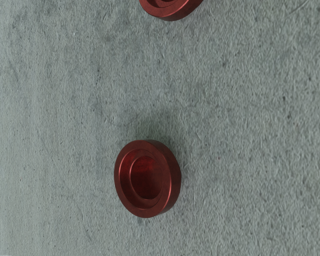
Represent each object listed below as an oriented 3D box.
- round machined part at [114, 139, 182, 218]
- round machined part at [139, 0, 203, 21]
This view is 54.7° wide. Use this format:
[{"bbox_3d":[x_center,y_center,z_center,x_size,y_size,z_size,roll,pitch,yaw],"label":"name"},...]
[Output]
[{"bbox_3d":[-0.011,0.064,0.404,0.098,0.042,0.097,0,90,40],"label":"round machined part"},{"bbox_3d":[0.021,-0.179,0.376,0.098,0.042,0.097,0,90,40],"label":"round machined part"}]
